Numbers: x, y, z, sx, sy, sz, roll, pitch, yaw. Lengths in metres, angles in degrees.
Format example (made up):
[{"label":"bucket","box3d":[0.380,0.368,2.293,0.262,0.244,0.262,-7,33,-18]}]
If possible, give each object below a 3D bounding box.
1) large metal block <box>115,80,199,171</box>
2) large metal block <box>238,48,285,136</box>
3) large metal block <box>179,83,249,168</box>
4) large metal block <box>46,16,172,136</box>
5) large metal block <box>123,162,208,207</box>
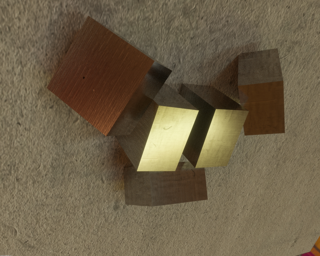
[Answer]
[{"label":"large metal block","box3d":[-0.009,-0.005,0.367,0.050,0.080,0.079,5,116,-31]},{"label":"large metal block","box3d":[0.134,-0.048,0.411,0.050,0.080,0.080,-5,129,18]},{"label":"large metal block","box3d":[0.058,-0.005,0.403,0.050,0.080,0.079,1,118,-29]},{"label":"large metal block","box3d":[-0.049,-0.048,0.306,0.080,0.080,0.050,-56,164,11]},{"label":"large metal block","box3d":[0.005,0.074,0.415,0.081,0.080,0.050,1,79,-29]}]
